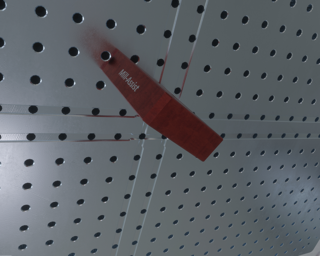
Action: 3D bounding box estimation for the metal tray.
[{"bbox_3d":[-0.001,-0.027,0.326,0.090,0.130,0.030,35,99,-39],"label":"metal tray"}]
